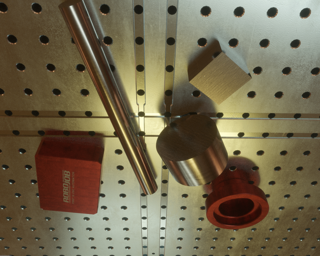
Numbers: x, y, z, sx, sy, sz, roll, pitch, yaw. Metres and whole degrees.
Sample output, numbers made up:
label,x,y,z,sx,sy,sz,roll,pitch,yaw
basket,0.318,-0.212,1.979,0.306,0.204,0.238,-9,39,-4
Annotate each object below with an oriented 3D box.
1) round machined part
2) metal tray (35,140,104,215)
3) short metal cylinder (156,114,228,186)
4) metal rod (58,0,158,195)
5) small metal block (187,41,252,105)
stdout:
label,x,y,z,sx,sy,sz,roll,pitch,yaw
round machined part,0.122,0.120,0.505,0.099,0.042,0.097,-1,130,0
metal tray,-0.137,0.080,0.474,0.091,0.030,0.129,8,130,-7
short metal cylinder,0.042,0.028,0.400,0.080,0.080,0.050,-18,128,14
metal rod,-0.052,-0.014,0.399,0.025,0.025,0.299,-11,130,9
small metal block,0.068,-0.062,0.360,0.050,0.025,0.050,33,122,-26
